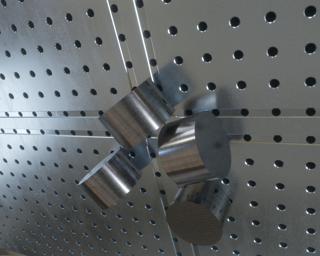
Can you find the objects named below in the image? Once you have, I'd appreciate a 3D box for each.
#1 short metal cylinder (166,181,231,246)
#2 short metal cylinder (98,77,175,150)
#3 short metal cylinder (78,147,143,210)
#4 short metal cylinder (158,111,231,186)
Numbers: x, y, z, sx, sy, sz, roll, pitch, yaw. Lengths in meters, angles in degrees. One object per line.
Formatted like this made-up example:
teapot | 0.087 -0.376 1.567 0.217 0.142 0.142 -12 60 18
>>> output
short metal cylinder | 0.055 0.118 0.438 0.080 0.050 0.079 13 124 20
short metal cylinder | -0.028 -0.017 0.378 0.080 0.080 0.050 -32 101 38
short metal cylinder | -0.072 0.074 0.457 0.050 0.080 0.080 49 128 -7
short metal cylinder | 0.043 0.025 0.368 0.050 0.080 0.080 -19 108 35
